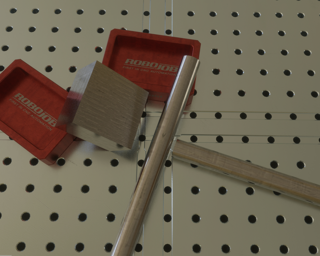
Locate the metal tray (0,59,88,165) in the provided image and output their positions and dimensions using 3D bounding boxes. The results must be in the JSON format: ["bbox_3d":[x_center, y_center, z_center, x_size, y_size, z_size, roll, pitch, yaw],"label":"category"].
[{"bbox_3d":[-0.170,-0.023,0.415,0.130,0.030,0.090,34,73,11],"label":"metal tray"}]

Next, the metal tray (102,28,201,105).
[{"bbox_3d":[-0.013,-0.088,0.440,0.131,0.030,0.090,9,70,3],"label":"metal tray"}]

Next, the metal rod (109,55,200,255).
[{"bbox_3d":[-0.009,0.049,0.374,0.025,0.025,0.299,19,78,6],"label":"metal rod"}]

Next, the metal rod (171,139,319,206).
[{"bbox_3d":[0.162,0.072,0.387,0.301,0.025,0.025,18,71,6],"label":"metal rod"}]

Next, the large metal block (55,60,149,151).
[{"bbox_3d":[-0.070,-0.024,0.385,0.080,0.050,0.080,29,67,-34],"label":"large metal block"}]
